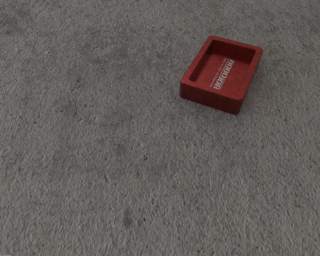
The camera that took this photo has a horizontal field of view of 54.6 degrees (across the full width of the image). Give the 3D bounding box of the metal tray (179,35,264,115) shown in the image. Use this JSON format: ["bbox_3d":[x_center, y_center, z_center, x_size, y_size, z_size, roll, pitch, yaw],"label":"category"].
[{"bbox_3d":[0.095,-0.085,0.472,0.090,0.030,0.130,20,53,16],"label":"metal tray"}]
